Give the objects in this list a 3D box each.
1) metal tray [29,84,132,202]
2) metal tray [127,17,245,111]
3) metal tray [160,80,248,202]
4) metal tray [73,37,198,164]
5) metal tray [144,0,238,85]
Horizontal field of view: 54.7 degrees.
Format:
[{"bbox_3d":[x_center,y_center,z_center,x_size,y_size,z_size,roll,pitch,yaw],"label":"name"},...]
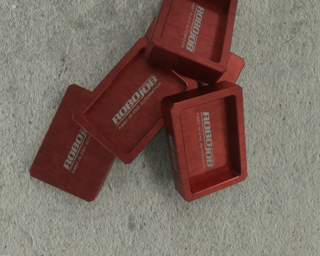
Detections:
[{"bbox_3d":[-0.100,0.019,0.407,0.090,0.030,0.129,25,90,-1],"label":"metal tray"},{"bbox_3d":[0.032,-0.076,0.409,0.131,0.030,0.090,27,90,-1],"label":"metal tray"},{"bbox_3d":[0.057,0.017,0.375,0.091,0.030,0.129,-17,115,-16],"label":"metal tray"},{"bbox_3d":[-0.029,-0.032,0.378,0.090,0.030,0.130,41,90,-1],"label":"metal tray"},{"bbox_3d":[0.041,-0.125,0.375,0.091,0.030,0.130,20,62,-10],"label":"metal tray"}]
